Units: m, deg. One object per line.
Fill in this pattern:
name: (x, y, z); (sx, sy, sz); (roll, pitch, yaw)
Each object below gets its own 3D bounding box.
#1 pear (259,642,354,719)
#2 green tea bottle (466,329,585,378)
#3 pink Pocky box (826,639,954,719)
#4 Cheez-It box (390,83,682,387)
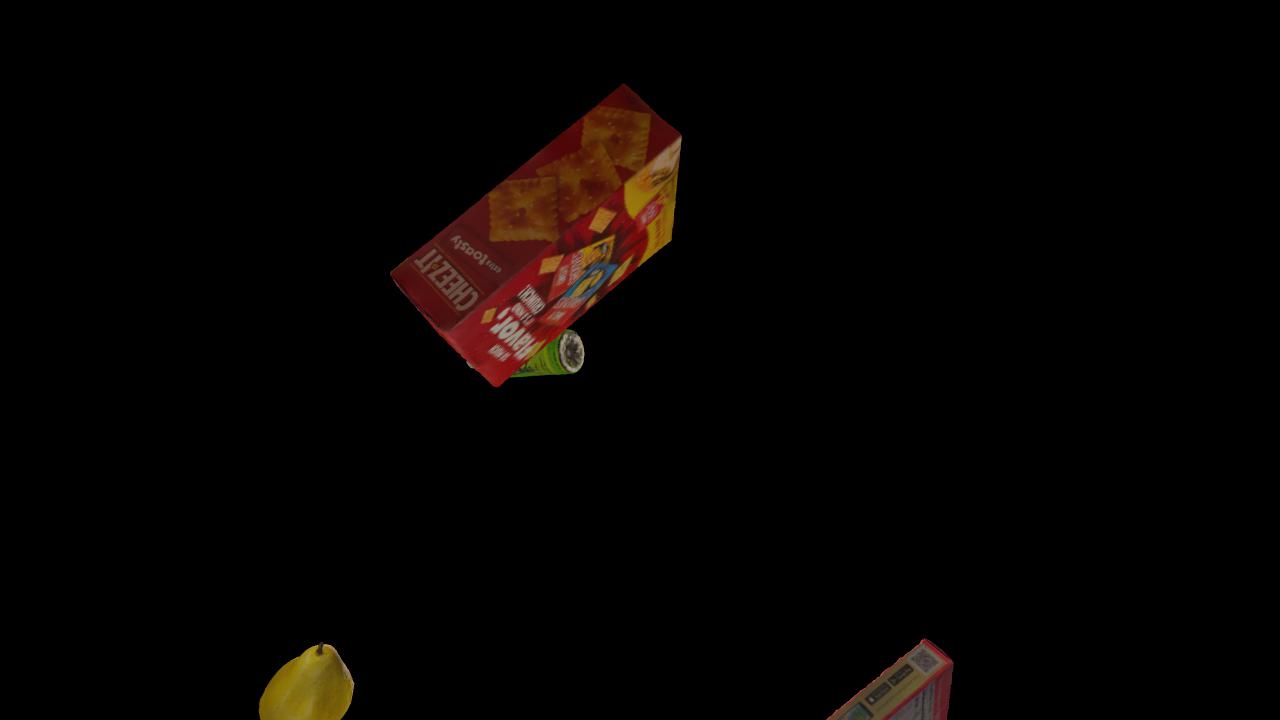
pear: (-0.306, 0.297, 0.579); (0.080, 0.111, 0.080); (24, 11, -5)
green tea bottle: (-0.191, -0.008, 0.983); (0.212, 0.073, 0.073); (-2, -1, 31)
pink Pocky box: (0.175, 0.287, 0.468); (0.155, 0.084, 0.029); (-25, 33, -21)
Cheez-It box: (-0.069, -0.088, 0.500); (0.223, 0.071, 0.166); (-43, -11, -11)
